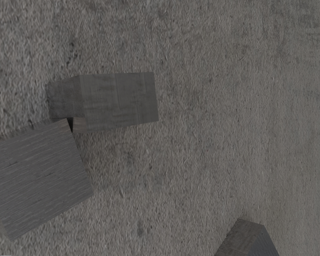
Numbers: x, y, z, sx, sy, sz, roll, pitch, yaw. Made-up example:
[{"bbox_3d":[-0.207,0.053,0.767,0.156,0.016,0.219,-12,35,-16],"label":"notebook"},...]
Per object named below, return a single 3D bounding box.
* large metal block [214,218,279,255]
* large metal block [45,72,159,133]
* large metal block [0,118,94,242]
[{"bbox_3d":[0.145,0.211,0.510,0.080,0.050,0.080,-45,117,-31],"label":"large metal block"},{"bbox_3d":[-0.060,-0.026,0.318,0.081,0.080,0.050,-11,97,-40],"label":"large metal block"},{"bbox_3d":[-0.120,0.042,0.288,0.081,0.050,0.080,-26,107,-37],"label":"large metal block"}]
